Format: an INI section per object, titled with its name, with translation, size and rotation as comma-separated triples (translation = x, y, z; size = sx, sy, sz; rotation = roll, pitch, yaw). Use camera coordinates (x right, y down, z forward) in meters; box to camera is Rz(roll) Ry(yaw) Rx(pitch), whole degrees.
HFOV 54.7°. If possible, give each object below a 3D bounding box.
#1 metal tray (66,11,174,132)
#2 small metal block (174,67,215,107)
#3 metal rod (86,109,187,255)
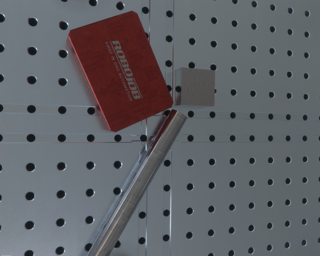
[metal tray]
translation = -0.049, -0.070, 0.392
size = 0.091, 0.030, 0.129
rotation = -25, 99, -18
[small metal block]
translation = 0.048, -0.055, 0.430
size = 0.050, 0.025, 0.050
rotation = 1, 90, -20
[metal rod]
translation = -0.048, 0.108, 0.395
size = 0.025, 0.025, 0.300
rotation = 34, 79, -17
